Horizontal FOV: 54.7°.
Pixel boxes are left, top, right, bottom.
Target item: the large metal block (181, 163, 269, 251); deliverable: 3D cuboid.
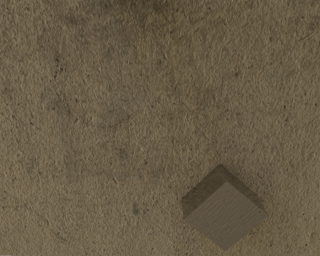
[{"bbox_3d":[0.089,0.112,0.438,0.080,0.050,0.080,40,105,-14],"label":"large metal block"}]
